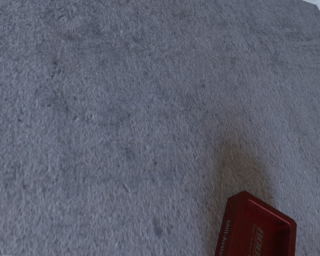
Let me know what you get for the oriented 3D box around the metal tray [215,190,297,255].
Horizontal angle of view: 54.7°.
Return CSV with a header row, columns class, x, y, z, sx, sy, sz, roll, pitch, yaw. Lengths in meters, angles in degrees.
class,x,y,z,sx,sy,sz,roll,pitch,yaw
metal tray,0.114,0.153,0.370,0.090,0.030,0.130,32,51,-8
